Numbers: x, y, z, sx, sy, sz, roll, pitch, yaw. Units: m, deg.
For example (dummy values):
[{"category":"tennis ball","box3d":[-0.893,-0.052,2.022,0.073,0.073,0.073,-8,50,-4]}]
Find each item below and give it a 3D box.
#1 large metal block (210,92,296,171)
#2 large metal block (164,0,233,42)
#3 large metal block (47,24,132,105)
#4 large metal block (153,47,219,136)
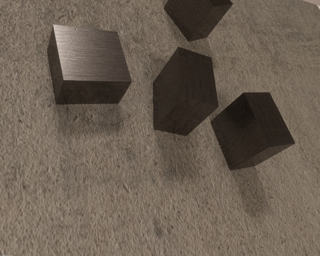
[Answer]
[{"category":"large metal block","box3d":[0.126,0.005,0.436,0.050,0.080,0.080,-4,64,-31]},{"category":"large metal block","box3d":[0.063,-0.210,0.533,0.050,0.080,0.080,-24,75,-37]},{"category":"large metal block","box3d":[-0.090,-0.077,0.387,0.081,0.050,0.080,-3,64,-30]},{"category":"large metal block","box3d":[0.030,-0.046,0.415,0.050,0.080,0.080,12,57,-22]}]
